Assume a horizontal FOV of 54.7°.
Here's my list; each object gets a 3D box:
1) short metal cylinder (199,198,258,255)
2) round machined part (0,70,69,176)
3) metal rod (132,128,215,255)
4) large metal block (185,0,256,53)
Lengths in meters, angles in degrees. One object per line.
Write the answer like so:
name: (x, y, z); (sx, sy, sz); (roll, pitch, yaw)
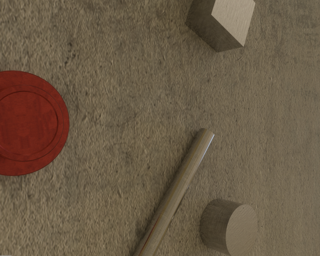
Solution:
short metal cylinder: (0.107, 0.154, 0.482); (0.081, 0.050, 0.079); (0, 90, -40)
round machined part: (-0.130, -0.004, 0.286); (0.099, 0.042, 0.097); (0, 90, -40)
metal rod: (0.000, 0.126, 0.406); (0.025, 0.025, 0.300); (46, 63, -31)
large metal block: (0.093, -0.174, 0.468); (0.080, 0.050, 0.080); (29, 72, -37)
